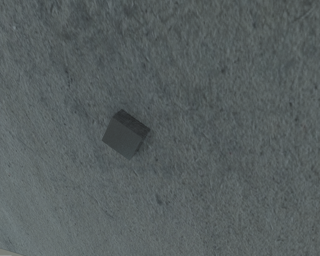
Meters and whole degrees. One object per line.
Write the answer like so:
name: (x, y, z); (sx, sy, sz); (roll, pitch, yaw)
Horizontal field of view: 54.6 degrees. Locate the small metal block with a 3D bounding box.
small metal block: (-0.049, 0.010, 0.439); (0.050, 0.025, 0.050); (35, 129, 5)
